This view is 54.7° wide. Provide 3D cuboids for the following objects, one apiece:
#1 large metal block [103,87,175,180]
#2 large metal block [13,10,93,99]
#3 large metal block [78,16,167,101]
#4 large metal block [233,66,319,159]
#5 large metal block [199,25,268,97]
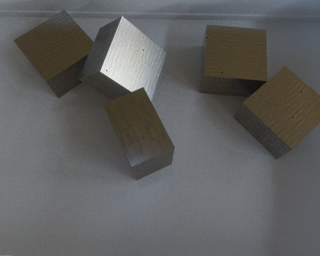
[{"bbox_3d":[-0.024,0.010,0.376,0.050,0.080,0.080,-24,72,-9],"label":"large metal block"},{"bbox_3d":[-0.138,-0.103,0.432,0.080,0.050,0.080,-38,75,-13],"label":"large metal block"},{"bbox_3d":[-0.046,-0.081,0.403,0.080,0.050,0.080,31,66,-37],"label":"large metal block"},{"bbox_3d":[0.159,-0.019,0.405,0.080,0.050,0.080,-39,75,-13],"label":"large metal block"},{"bbox_3d":[0.100,-0.092,0.431,0.080,0.050,0.080,5,70,1],"label":"large metal block"}]
